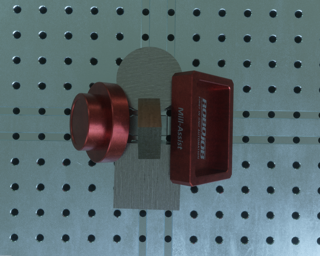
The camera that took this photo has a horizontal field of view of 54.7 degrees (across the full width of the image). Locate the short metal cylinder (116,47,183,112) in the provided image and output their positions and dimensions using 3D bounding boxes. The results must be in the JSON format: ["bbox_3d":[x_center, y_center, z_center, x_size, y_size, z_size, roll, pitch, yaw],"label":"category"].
[{"bbox_3d":[-0.012,-0.059,0.400,0.081,0.050,0.080,0,90,0],"label":"short metal cylinder"}]

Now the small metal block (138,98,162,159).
[{"bbox_3d":[-0.013,0.001,0.358,0.025,0.050,0.050,0,132,-3],"label":"small metal block"}]

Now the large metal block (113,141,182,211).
[{"bbox_3d":[-0.015,0.059,0.400,0.081,0.050,0.080,2,90,0],"label":"large metal block"}]

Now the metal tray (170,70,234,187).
[{"bbox_3d":[0.054,0.001,0.382,0.030,0.091,0.129,1,90,43],"label":"metal tray"}]

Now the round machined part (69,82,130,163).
[{"bbox_3d":[-0.078,-0.007,0.372,0.042,0.098,0.097,1,90,-33],"label":"round machined part"}]
